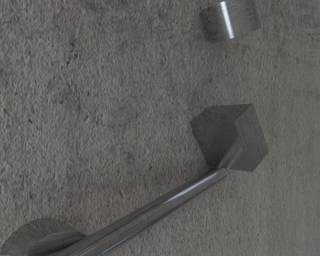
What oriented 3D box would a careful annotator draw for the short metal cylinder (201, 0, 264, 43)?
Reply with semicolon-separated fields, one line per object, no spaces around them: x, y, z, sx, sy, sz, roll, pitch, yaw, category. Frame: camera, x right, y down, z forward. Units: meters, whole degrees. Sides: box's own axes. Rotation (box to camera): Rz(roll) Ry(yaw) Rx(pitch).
0.107;-0.163;0.458;0.081;0.080;0.050;-31;110;-36;short metal cylinder

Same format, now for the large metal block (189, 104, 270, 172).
0.101;0.013;0.453;0.050;0.080;0.080;-38;114;-33;large metal block

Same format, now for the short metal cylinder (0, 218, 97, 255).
-0.107;0.133;0.299;0.081;0.050;0.080;0;90;-40;short metal cylinder

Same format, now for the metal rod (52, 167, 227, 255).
0.002;0.095;0.366;0.302;0.025;0.025;-15;100;-51;metal rod
